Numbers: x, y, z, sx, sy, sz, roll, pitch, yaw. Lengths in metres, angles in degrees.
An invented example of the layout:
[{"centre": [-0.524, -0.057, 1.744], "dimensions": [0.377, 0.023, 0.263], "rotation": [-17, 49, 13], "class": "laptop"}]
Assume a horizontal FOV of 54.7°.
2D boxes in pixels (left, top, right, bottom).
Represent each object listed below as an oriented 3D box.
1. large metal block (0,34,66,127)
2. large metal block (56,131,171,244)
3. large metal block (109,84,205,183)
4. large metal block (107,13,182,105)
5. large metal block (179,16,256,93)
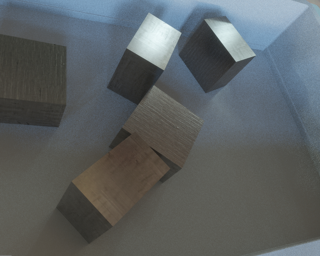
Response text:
[{"centre": [-0.149, -0.051, 0.340], "dimensions": [0.081, 0.050, 0.080], "rotation": [5, 59, -26], "class": "large metal block"}, {"centre": [-0.048, 0.060, 0.308], "dimensions": [0.050, 0.080, 0.080], "rotation": [47, 51, 4], "class": "large metal block"}, {"centre": [-0.003, 0.007, 0.384], "dimensions": [0.080, 0.050, 0.080], "rotation": [35, 51, -5], "class": "large metal block"}, {"centre": [-0.021, -0.090, 0.414], "dimensions": [0.050, 0.080, 0.080], "rotation": [29, 52, -10], "class": "large metal block"}, {"centre": [0.087, -0.114, 0.487], "dimensions": [0.050, 0.080, 0.080], "rotation": [-23, 75, -36], "class": "large metal block"}]
